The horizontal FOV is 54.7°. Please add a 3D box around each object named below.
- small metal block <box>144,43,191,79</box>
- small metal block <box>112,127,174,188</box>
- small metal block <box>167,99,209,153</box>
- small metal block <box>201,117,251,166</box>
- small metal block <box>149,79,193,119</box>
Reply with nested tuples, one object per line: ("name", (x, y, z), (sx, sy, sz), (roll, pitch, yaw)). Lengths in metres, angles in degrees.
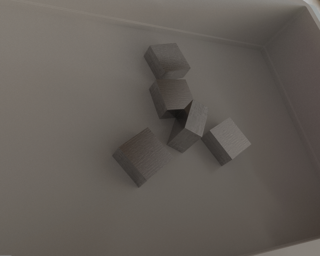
("small metal block", (0.011, -0.101, 0.475), (0.050, 0.025, 0.050), (-16, 70, -35))
("small metal block", (-0.020, 0.035, 0.375), (0.050, 0.025, 0.050), (49, 51, 6))
("small metal block", (0.037, -0.002, 0.412), (0.025, 0.050, 0.050), (28, 52, -11))
("small metal block", (0.095, 0.019, 0.448), (0.050, 0.025, 0.050), (-29, 78, -38))
("small metal block", (0.018, -0.042, 0.443), (0.050, 0.025, 0.050), (-5, 64, -31))
